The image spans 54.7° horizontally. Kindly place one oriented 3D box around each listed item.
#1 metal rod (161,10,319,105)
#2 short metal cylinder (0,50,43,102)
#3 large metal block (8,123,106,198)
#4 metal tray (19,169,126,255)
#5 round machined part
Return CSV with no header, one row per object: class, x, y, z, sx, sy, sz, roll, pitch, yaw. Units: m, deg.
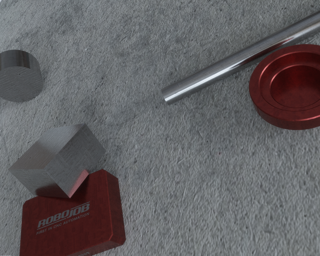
metal rod,0.140,-0.105,0.394,0.301,0.025,0.025,-25,53,12
short metal cylinder,-0.256,-0.093,0.557,0.080,0.080,0.050,-32,52,7
large metal block,-0.132,0.042,0.404,0.080,0.050,0.080,-7,36,38
metal tray,-0.111,0.116,0.386,0.130,0.030,0.090,-23,53,13
round machined part,0.151,-0.040,0.338,0.098,0.042,0.098,-13,56,20
